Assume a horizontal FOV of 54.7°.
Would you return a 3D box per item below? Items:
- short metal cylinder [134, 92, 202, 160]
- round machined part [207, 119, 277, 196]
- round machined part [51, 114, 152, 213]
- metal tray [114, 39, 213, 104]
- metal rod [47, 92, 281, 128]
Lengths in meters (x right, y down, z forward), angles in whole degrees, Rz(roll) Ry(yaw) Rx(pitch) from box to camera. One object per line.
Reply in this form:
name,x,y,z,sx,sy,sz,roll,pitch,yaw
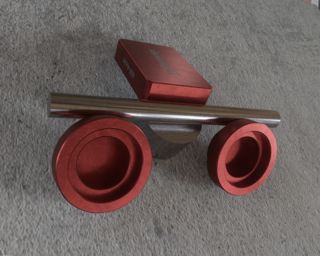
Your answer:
short metal cylinder,0.006,-0.005,0.398,0.081,0.050,0.080,14,56,-21
round machined part,0.102,0.035,0.407,0.099,0.042,0.097,-8,108,-26
round machined part,-0.061,0.034,0.321,0.099,0.042,0.097,-6,103,-28
metal tray,0.000,-0.075,0.415,0.091,0.030,0.130,2,35,-28
metal rod,0.027,-0.018,0.369,0.303,0.025,0.025,2,61,-28
